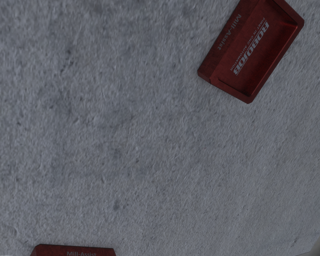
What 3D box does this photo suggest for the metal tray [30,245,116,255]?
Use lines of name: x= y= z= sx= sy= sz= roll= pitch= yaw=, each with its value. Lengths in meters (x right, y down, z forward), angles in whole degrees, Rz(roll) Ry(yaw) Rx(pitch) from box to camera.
metal tray: x=-0.138 y=0.223 z=0.467 sx=0.131 sy=0.030 sz=0.090 roll=21 pitch=107 yaw=-36

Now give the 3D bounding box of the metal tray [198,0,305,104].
metal tray: x=0.119 y=-0.105 z=0.405 sx=0.091 sy=0.030 sz=0.129 roll=21 pitch=107 yaw=-36
